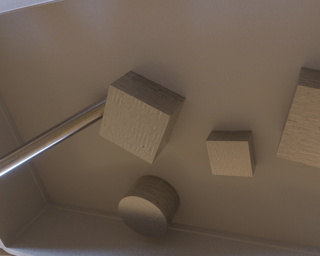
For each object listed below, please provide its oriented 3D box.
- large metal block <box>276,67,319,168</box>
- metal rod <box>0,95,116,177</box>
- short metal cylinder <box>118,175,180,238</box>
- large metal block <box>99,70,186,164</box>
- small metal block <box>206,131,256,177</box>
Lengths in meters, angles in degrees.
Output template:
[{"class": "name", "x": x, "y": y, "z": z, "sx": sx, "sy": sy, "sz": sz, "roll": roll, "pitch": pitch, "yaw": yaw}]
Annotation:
[{"class": "large metal block", "x": 0.167, "y": -0.006, "z": 0.301, "sx": 0.080, "sy": 0.050, "sz": 0.079, "roll": 16, "pitch": 125, "yaw": 19}, {"class": "metal rod", "x": -0.195, "y": 0.036, "z": 0.448, "sx": 0.300, "sy": 0.025, "sz": 0.025, "roll": -29, "pitch": 104, "yaw": 10}, {"class": "short metal cylinder", "x": -0.016, "y": 0.120, "z": 0.473, "sx": 0.080, "sy": 0.050, "sz": 0.079, "roll": 13, "pitch": 124, "yaw": 20}, {"class": "large metal block", "x": -0.024, "y": -0.014, "z": 0.395, "sx": 0.080, "sy": 0.050, "sz": 0.079, "roll": 28, "pitch": 128, "yaw": 10}, {"class": "small metal block", "x": 0.088, "y": 0.031, "z": 0.381, "sx": 0.050, "sy": 0.025, "sz": 0.050, "roll": -1, "pitch": 118, "yaw": 28}]
